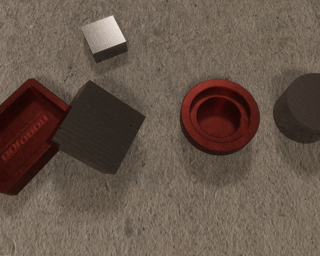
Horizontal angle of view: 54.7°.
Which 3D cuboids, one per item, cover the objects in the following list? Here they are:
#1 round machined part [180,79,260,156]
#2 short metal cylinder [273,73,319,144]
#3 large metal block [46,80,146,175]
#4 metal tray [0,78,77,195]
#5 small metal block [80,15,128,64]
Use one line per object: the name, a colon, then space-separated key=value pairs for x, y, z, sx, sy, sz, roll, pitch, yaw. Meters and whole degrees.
round machined part: x=0.075 y=-0.011 z=0.404 sx=0.099 sy=0.042 sz=0.098 roll=0 pitch=70 yaw=-1
short metal cylinder: x=0.197 y=-0.025 z=0.406 sx=0.081 sy=0.050 sz=0.080 roll=0 pitch=70 yaw=0
large metal block: x=-0.077 y=0.002 z=0.376 sx=0.080 sy=0.050 sz=0.080 roll=34 pitch=71 yaw=-20
metal tray: x=-0.177 y=0.009 z=0.399 sx=0.090 sy=0.030 sz=0.130 roll=37 pitch=74 yaw=12
small metal block: x=-0.081 y=-0.130 z=0.455 sx=0.050 sy=0.025 sz=0.050 roll=-24 pitch=72 yaw=-9
